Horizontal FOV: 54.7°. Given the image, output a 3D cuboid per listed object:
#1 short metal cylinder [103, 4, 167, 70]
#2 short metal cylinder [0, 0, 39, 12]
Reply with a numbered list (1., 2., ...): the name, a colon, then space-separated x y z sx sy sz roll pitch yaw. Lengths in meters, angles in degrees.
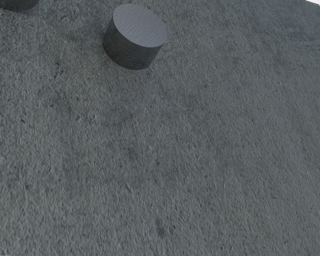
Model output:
1. short metal cylinder: -0.037 -0.131 0.448 0.081 0.050 0.080 14 56 -21
2. short metal cylinder: -0.187 -0.195 0.387 0.081 0.080 0.050 12 57 -22
